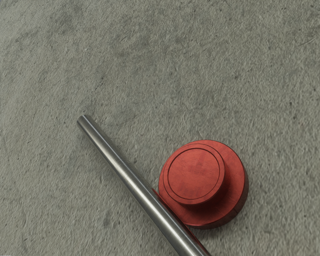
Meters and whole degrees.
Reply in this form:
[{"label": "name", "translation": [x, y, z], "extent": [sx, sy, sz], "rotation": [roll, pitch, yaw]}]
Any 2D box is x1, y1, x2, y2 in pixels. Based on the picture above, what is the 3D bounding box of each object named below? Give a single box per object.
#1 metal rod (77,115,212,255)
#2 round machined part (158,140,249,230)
[{"label": "metal rod", "translation": [-0.033, 0.060, 0.362], "extent": [0.025, 0.025, 0.300], "rotation": [-46, 45, -4]}, {"label": "round machined part", "translation": [0.043, 0.056, 0.336], "extent": [0.098, 0.042, 0.098], "rotation": [-13, 56, 20]}]
